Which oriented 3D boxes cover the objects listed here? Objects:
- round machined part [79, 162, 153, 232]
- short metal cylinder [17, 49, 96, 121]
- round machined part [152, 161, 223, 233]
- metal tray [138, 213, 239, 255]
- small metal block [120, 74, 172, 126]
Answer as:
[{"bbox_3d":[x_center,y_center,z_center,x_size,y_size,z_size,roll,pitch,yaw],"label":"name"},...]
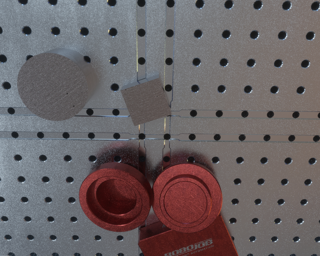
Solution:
[{"bbox_3d":[-0.058,0.092,0.432,0.099,0.042,0.097,3,109,8],"label":"round machined part"},{"bbox_3d":[-0.123,-0.054,0.378,0.081,0.050,0.079,0,110,-1],"label":"short metal cylinder"},{"bbox_3d":[0.036,0.097,0.424,0.099,0.042,0.097,0,92,7],"label":"round machined part"},{"bbox_3d":[0.043,0.178,0.477,0.130,0.030,0.090,-22,109,7],"label":"metal tray"},{"bbox_3d":[-0.017,-0.036,0.400,0.050,0.025,0.050,-18,109,6],"label":"small metal block"}]
